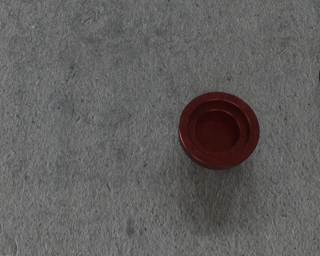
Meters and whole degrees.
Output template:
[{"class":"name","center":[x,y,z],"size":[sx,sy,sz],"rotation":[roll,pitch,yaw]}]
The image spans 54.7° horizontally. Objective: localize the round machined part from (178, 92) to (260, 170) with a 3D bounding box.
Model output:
[{"class":"round machined part","center":[0.072,0.006,0.397],"size":[0.099,0.042,0.098],"rotation":[0,70,0]}]
